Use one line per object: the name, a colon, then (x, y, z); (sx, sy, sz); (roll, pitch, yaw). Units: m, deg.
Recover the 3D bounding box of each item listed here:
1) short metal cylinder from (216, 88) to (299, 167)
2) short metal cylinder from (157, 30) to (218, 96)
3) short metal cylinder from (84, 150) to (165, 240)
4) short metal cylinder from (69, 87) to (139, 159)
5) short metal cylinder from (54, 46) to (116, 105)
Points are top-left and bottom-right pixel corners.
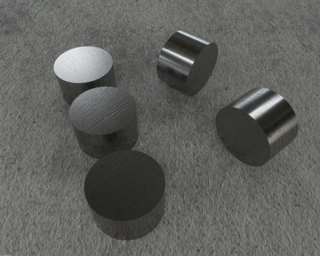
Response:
short metal cylinder: (0.113, -0.001, 0.369); (0.050, 0.080, 0.080); (-32, 57, -24)
short metal cylinder: (0.040, -0.094, 0.446); (0.050, 0.080, 0.080); (31, 57, 23)
short metal cylinder: (-0.035, 0.070, 0.328); (0.080, 0.050, 0.080); (0, 50, 0)
short metal cylinder: (-0.069, -0.007, 0.392); (0.080, 0.050, 0.080); (0, 50, 0)
short metal cylinder: (-0.106, -0.073, 0.448); (0.080, 0.050, 0.080); (0, 50, 0)
